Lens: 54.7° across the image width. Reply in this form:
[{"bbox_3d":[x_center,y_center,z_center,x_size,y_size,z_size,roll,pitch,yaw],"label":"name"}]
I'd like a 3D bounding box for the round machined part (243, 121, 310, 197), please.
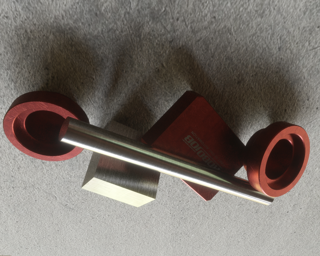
[{"bbox_3d":[0.149,0.038,0.410,0.099,0.042,0.097,-11,110,-30],"label":"round machined part"}]

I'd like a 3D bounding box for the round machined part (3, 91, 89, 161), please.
[{"bbox_3d":[-0.138,-0.007,0.388,0.099,0.042,0.097,-1,130,0],"label":"round machined part"}]

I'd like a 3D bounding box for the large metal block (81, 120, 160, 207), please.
[{"bbox_3d":[-0.045,0.048,0.403,0.080,0.080,0.050,24,146,-19],"label":"large metal block"}]

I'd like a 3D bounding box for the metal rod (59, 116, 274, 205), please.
[{"bbox_3d":[0.031,0.049,0.368,0.302,0.025,0.025,22,127,-30],"label":"metal rod"}]

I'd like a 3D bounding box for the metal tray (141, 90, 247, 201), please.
[{"bbox_3d":[0.051,0.026,0.401,0.090,0.030,0.130,-47,121,-1],"label":"metal tray"}]
